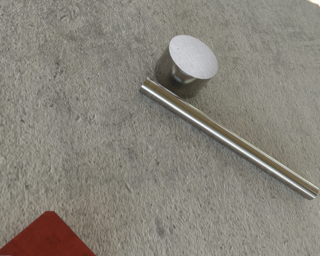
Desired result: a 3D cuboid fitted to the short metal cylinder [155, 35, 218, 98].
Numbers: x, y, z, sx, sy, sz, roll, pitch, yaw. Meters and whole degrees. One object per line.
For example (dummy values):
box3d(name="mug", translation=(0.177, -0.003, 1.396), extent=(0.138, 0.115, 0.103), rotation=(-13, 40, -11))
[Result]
box3d(name="short metal cylinder", translation=(0.039, -0.091, 0.464), extent=(0.081, 0.050, 0.080), rotation=(14, 56, -21))

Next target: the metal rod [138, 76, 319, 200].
box3d(name="metal rod", translation=(0.103, 0.018, 0.447), extent=(0.301, 0.025, 0.025), rotation=(32, 52, -7))

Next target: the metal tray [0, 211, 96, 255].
box3d(name="metal tray", translation=(-0.113, 0.145, 0.251), extent=(0.090, 0.030, 0.131), rotation=(46, 51, 3))
